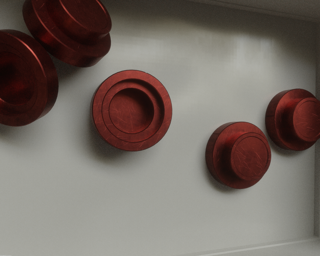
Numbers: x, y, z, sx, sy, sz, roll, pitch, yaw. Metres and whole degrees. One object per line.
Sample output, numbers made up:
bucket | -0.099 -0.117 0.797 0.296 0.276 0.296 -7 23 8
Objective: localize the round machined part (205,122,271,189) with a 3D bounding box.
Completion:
round machined part | 0.119 0.039 0.445 0.099 0.042 0.097 0 90 -20

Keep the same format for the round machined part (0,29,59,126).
round machined part | -0.151 -0.054 0.328 0.098 0.042 0.097 5 112 13

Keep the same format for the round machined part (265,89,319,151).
round machined part | 0.218 -0.013 0.481 0.099 0.042 0.097 0 90 -20

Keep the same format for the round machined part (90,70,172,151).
round machined part | -0.038 -0.021 0.387 0.099 0.042 0.097 0 90 -20

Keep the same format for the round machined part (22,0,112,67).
round machined part | -0.092 -0.119 0.339 0.098 0.042 0.098 32 41 -33
